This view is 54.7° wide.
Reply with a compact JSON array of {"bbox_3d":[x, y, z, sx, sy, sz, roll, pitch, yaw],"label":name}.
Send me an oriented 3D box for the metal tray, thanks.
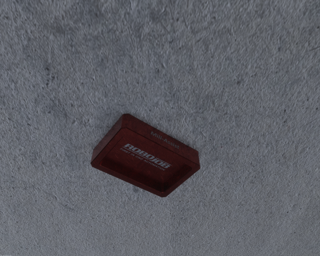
[{"bbox_3d":[-0.020,0.044,0.443,0.131,0.030,0.090,29,124,-23],"label":"metal tray"}]
